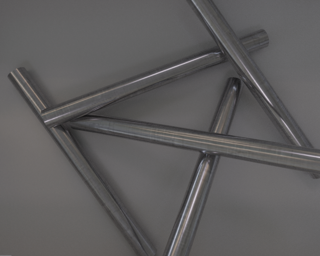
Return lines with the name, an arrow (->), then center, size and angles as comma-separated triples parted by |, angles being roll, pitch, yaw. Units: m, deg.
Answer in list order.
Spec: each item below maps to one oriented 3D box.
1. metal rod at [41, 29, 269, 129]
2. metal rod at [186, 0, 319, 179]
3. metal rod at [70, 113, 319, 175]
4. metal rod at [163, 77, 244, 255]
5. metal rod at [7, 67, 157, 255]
metal rod -> -0.002, -0.065, 0.398 | 0.302, 0.025, 0.025 | -21, 90, -5
metal rod -> 0.122, -0.057, 0.390 | 0.025, 0.025, 0.300 | -38, 99, 0
metal rod -> 0.026, 0.012, 0.358 | 0.301, 0.025, 0.025 | 9, 90, 21
metal rod -> 0.045, 0.065, 0.350 | 0.025, 0.025, 0.300 | 24, 65, 0
metal rod -> -0.102, 0.048, 0.410 | 0.025, 0.025, 0.299 | -36, 90, 0
